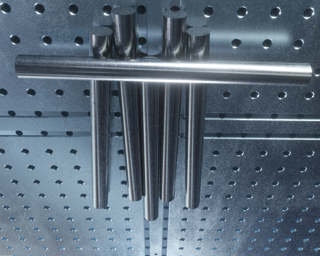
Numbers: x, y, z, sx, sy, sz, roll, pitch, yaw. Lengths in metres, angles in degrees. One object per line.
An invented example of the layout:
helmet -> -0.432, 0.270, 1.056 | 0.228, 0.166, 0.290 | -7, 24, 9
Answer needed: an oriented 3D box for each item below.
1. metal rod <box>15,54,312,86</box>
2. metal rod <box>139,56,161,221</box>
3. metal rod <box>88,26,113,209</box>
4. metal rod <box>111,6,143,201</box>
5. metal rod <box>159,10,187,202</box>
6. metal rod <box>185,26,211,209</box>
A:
metal rod -> 0.005, -0.061, 0.327 | 0.302, 0.025, 0.025 | 1, 130, -2
metal rod -> -0.013, 0.039, 0.444 | 0.025, 0.025, 0.298 | 0, 131, -1
metal rod -> -0.081, 0.011, 0.419 | 0.025, 0.025, 0.298 | 5, 130, -5
metal rod -> -0.038, -0.004, 0.408 | 0.025, 0.025, 0.298 | 0, 130, 0
metal rod -> 0.013, -0.002, 0.411 | 0.025, 0.025, 0.298 | 0, 130, -1
metal rod -> 0.047, 0.012, 0.422 | 0.025, 0.025, 0.298 | -2, 130, 1
